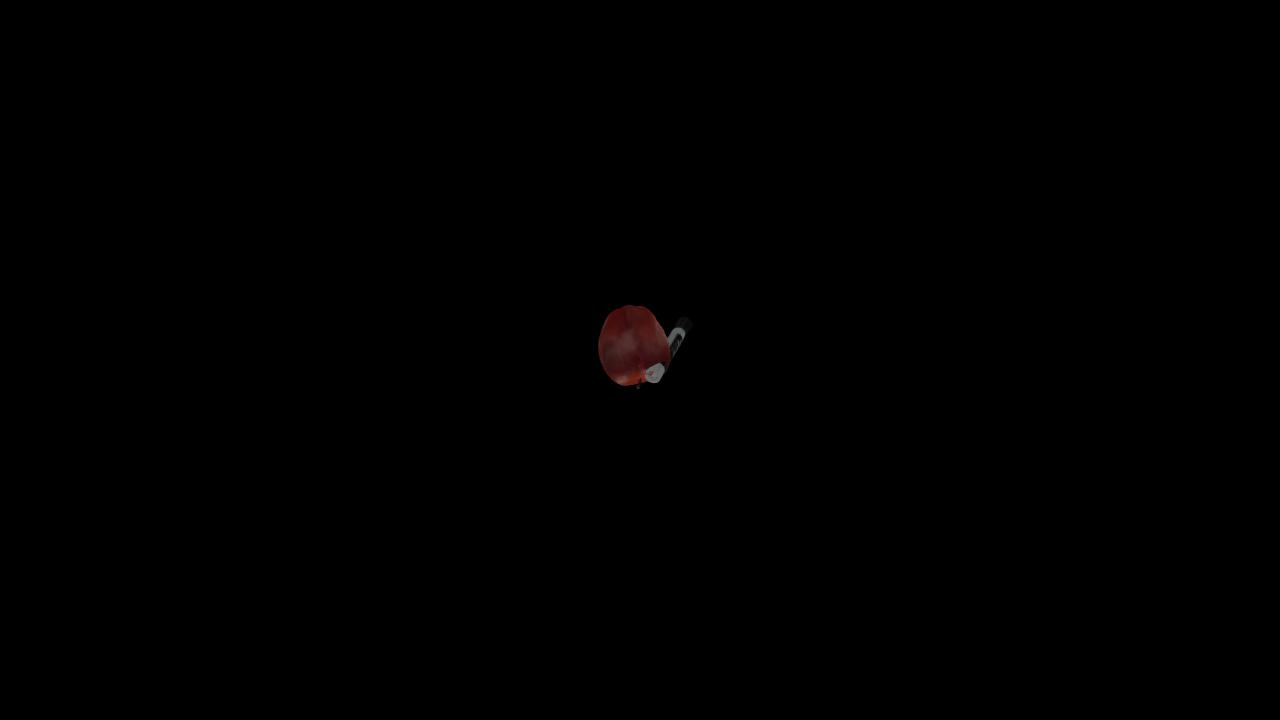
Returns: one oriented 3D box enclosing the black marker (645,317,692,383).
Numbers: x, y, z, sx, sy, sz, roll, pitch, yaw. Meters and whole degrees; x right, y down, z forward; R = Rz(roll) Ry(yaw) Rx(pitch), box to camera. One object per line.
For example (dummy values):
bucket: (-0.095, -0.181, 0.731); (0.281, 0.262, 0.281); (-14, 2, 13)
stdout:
black marker: (0.035, -0.015, 0.702); (0.020, 0.020, 0.121); (0, 33, 26)

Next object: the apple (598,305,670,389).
apple: (-0.008, -0.014, 0.689); (0.079, 0.093, 0.079); (-10, -11, -2)
